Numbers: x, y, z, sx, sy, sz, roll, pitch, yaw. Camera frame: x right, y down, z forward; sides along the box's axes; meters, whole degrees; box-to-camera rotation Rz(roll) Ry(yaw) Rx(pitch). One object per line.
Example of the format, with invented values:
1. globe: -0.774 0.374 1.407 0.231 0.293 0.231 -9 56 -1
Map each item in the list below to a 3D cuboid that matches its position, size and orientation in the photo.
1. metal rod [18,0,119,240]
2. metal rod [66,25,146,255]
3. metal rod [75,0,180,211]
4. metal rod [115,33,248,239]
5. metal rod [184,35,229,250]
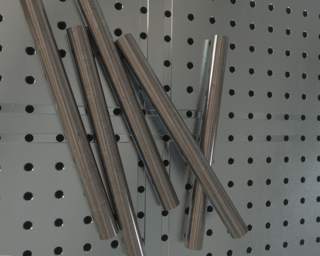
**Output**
1. metal rod: -0.107 -0.008 0.373 0.025 0.025 0.298 -19 97 -19
2. metal rod: -0.066 0.024 0.389 0.025 0.025 0.298 -16 96 -20
3. metal rod: -0.040 -0.032 0.398 0.025 0.025 0.299 -25 99 -19
4. metal rod: 0.030 0.013 0.406 0.025 0.025 0.299 -32 94 -17
5. metal rod: 0.066 0.018 0.438 0.025 0.025 0.298 9 87 -20
